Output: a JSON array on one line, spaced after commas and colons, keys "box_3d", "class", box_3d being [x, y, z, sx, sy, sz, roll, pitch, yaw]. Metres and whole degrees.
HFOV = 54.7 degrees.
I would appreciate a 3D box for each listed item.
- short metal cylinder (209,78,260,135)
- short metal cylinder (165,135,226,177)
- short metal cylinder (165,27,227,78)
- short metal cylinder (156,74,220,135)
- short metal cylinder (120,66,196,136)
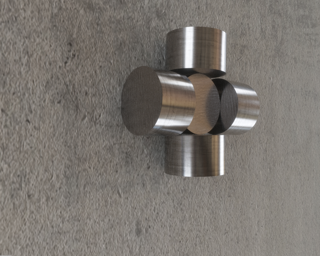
[{"box_3d": [0.097, -0.030, 0.454, 0.050, 0.080, 0.079, 3, 89, -40], "class": "short metal cylinder"}, {"box_3d": [0.046, 0.034, 0.411, 0.081, 0.080, 0.050, 0, 89, -40], "class": "short metal cylinder"}, {"box_3d": [0.048, -0.097, 0.411, 0.081, 0.080, 0.050, 2, 89, -40], "class": "short metal cylinder"}, {"box_3d": [0.037, -0.031, 0.423, 0.081, 0.050, 0.079, 0, 90, -40], "class": "short metal cylinder"}, {"box_3d": [-0.004, -0.030, 0.369, 0.050, 0.080, 0.079, 3, 89, -40], "class": "short metal cylinder"}]
